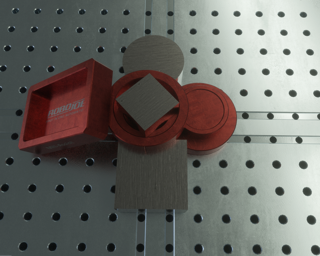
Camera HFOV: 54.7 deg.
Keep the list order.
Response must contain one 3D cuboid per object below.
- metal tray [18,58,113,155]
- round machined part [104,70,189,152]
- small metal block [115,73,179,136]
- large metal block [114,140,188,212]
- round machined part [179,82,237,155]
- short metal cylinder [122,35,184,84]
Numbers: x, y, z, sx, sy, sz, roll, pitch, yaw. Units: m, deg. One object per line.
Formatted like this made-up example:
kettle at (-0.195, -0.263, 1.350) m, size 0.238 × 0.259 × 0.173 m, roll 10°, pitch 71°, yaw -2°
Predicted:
metal tray at (-0.117, -0.022, 0.378) m, size 0.130 × 0.030 × 0.090 m, roll -13°, pitch 66°, yaw 34°
round machined part at (-0.016, -0.018, 0.378) m, size 0.099 × 0.042 × 0.098 m, roll 0°, pitch 70°, yaw 0°
small metal block at (-0.014, -0.026, 0.355) m, size 0.050 × 0.025 × 0.050 m, roll -40°, pitch 75°, yaw -13°
large metal block at (-0.009, 0.059, 0.374) m, size 0.080 × 0.050 × 0.080 m, roll 1°, pitch 70°, yaw 0°
round machined part at (0.052, -0.017, 0.408) m, size 0.099 × 0.042 × 0.098 m, roll 0°, pitch 70°, yaw 0°
short metal cylinder at (-0.009, -0.079, 0.427) m, size 0.081 × 0.050 × 0.080 m, roll 0°, pitch 70°, yaw 0°
